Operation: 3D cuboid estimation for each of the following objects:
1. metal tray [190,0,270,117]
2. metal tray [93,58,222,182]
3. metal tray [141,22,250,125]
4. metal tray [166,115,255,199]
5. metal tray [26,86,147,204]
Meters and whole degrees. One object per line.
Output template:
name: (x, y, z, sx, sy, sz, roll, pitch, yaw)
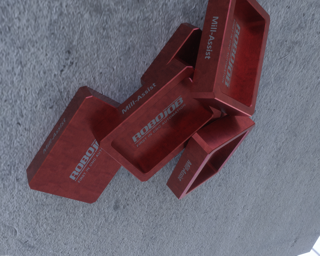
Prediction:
metal tray: (0.084, -0.086, 0.356, 0.091, 0.030, 0.129, 17, 82, -46)
metal tray: (0.000, -0.006, 0.364, 0.130, 0.030, 0.090, -41, 130, 0)
metal tray: (0.051, -0.059, 0.398, 0.131, 0.030, 0.090, 30, 101, -38)
metal tray: (0.066, 0.038, 0.422, 0.091, 0.030, 0.129, -27, 154, -32)
metal tray: (-0.086, 0.025, 0.373, 0.090, 0.030, 0.130, 28, 103, -38)
